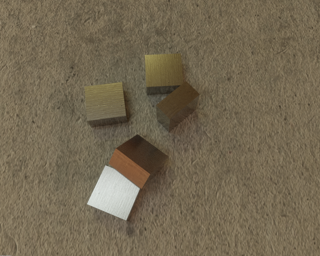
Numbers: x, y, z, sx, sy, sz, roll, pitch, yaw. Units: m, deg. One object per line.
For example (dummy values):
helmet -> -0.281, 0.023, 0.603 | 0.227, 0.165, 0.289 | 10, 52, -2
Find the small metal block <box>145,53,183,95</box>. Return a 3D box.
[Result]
small metal block -> 0.005, -0.076, 0.436 | 0.050, 0.025, 0.050 | -3, 70, -1

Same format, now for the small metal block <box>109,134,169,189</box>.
small metal block -> -0.025, 0.039, 0.379 | 0.050, 0.025, 0.050 | 35, 30, 12

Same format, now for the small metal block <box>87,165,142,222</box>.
small metal block -> -0.053, 0.080, 0.378 | 0.050, 0.025, 0.050 | 21, 71, 7

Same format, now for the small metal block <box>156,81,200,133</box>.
small metal block -> 0.022, -0.026, 0.405 | 0.050, 0.050, 0.025 | -40, 75, -13

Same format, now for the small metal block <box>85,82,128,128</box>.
small metal block -> -0.072, -0.031, 0.419 | 0.050, 0.025, 0.050 | -8, 70, -3
